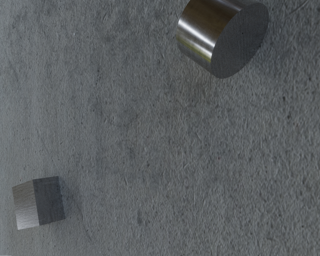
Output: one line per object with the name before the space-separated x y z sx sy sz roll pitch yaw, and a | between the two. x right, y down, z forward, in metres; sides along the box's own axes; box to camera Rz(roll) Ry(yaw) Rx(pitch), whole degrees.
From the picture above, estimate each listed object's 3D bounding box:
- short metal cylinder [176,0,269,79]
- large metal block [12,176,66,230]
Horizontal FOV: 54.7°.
short metal cylinder | 0.064 -0.098 0.317 0.050 0.081 0.080 44 116 31
large metal block | -0.227 0.139 0.576 0.080 0.050 0.080 -21 77 38
